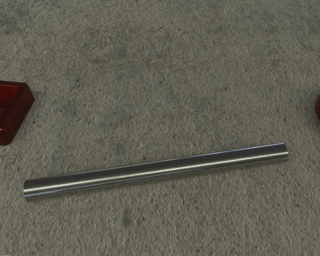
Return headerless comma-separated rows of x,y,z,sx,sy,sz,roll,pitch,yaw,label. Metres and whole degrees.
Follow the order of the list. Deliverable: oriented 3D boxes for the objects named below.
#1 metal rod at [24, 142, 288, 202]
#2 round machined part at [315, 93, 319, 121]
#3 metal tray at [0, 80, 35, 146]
0.002,0.050,0.361,0.302,0.025,0.025,-8,51,-7,metal rod
0.255,-0.017,0.408,0.099,0.042,0.098,0,50,0,round machined part
-0.252,-0.026,0.419,0.131,0.030,0.090,6,50,4,metal tray
